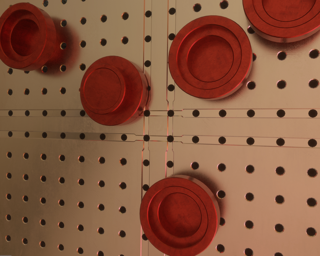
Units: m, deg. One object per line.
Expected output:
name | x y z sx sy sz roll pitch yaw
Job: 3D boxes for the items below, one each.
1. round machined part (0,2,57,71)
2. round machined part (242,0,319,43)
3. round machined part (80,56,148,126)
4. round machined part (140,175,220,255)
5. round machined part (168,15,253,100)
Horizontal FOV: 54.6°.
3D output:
round machined part | -0.199 -0.136 0.475 0.098 0.042 0.097 0 90 20
round machined part | 0.146 -0.145 0.352 0.098 0.042 0.097 0 90 20
round machined part | -0.070 -0.051 0.429 0.098 0.042 0.097 0 90 20
round machined part | 0.027 0.108 0.394 0.098 0.042 0.097 0 90 20
round machined part | 0.063 -0.083 0.381 0.098 0.042 0.097 0 90 20
